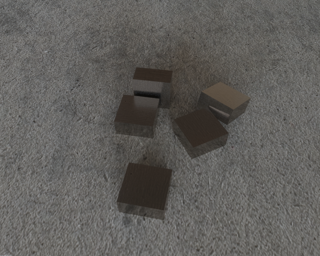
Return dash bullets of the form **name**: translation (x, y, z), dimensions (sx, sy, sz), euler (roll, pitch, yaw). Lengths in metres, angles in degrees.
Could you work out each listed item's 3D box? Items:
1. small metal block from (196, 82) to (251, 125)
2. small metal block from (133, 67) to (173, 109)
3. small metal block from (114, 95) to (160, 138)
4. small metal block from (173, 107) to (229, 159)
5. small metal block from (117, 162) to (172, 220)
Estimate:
- **small metal block**: translation (0.087, -0.035, 0.425), dimensions (0.050, 0.025, 0.050), euler (34, 41, 25)
- **small metal block**: translation (-0.009, -0.055, 0.433), dimensions (0.050, 0.050, 0.025), euler (6, 51, 5)
- **small metal block**: translation (-0.030, -0.016, 0.416), dimensions (0.050, 0.025, 0.050), euler (7, 50, 6)
- **small metal block**: translation (0.051, 0.006, 0.399), dimensions (0.050, 0.025, 0.050), euler (-21, 53, -16)
- **small metal block**: translation (-0.016, 0.070, 0.344), dimensions (0.050, 0.025, 0.050), euler (9, 51, 7)
